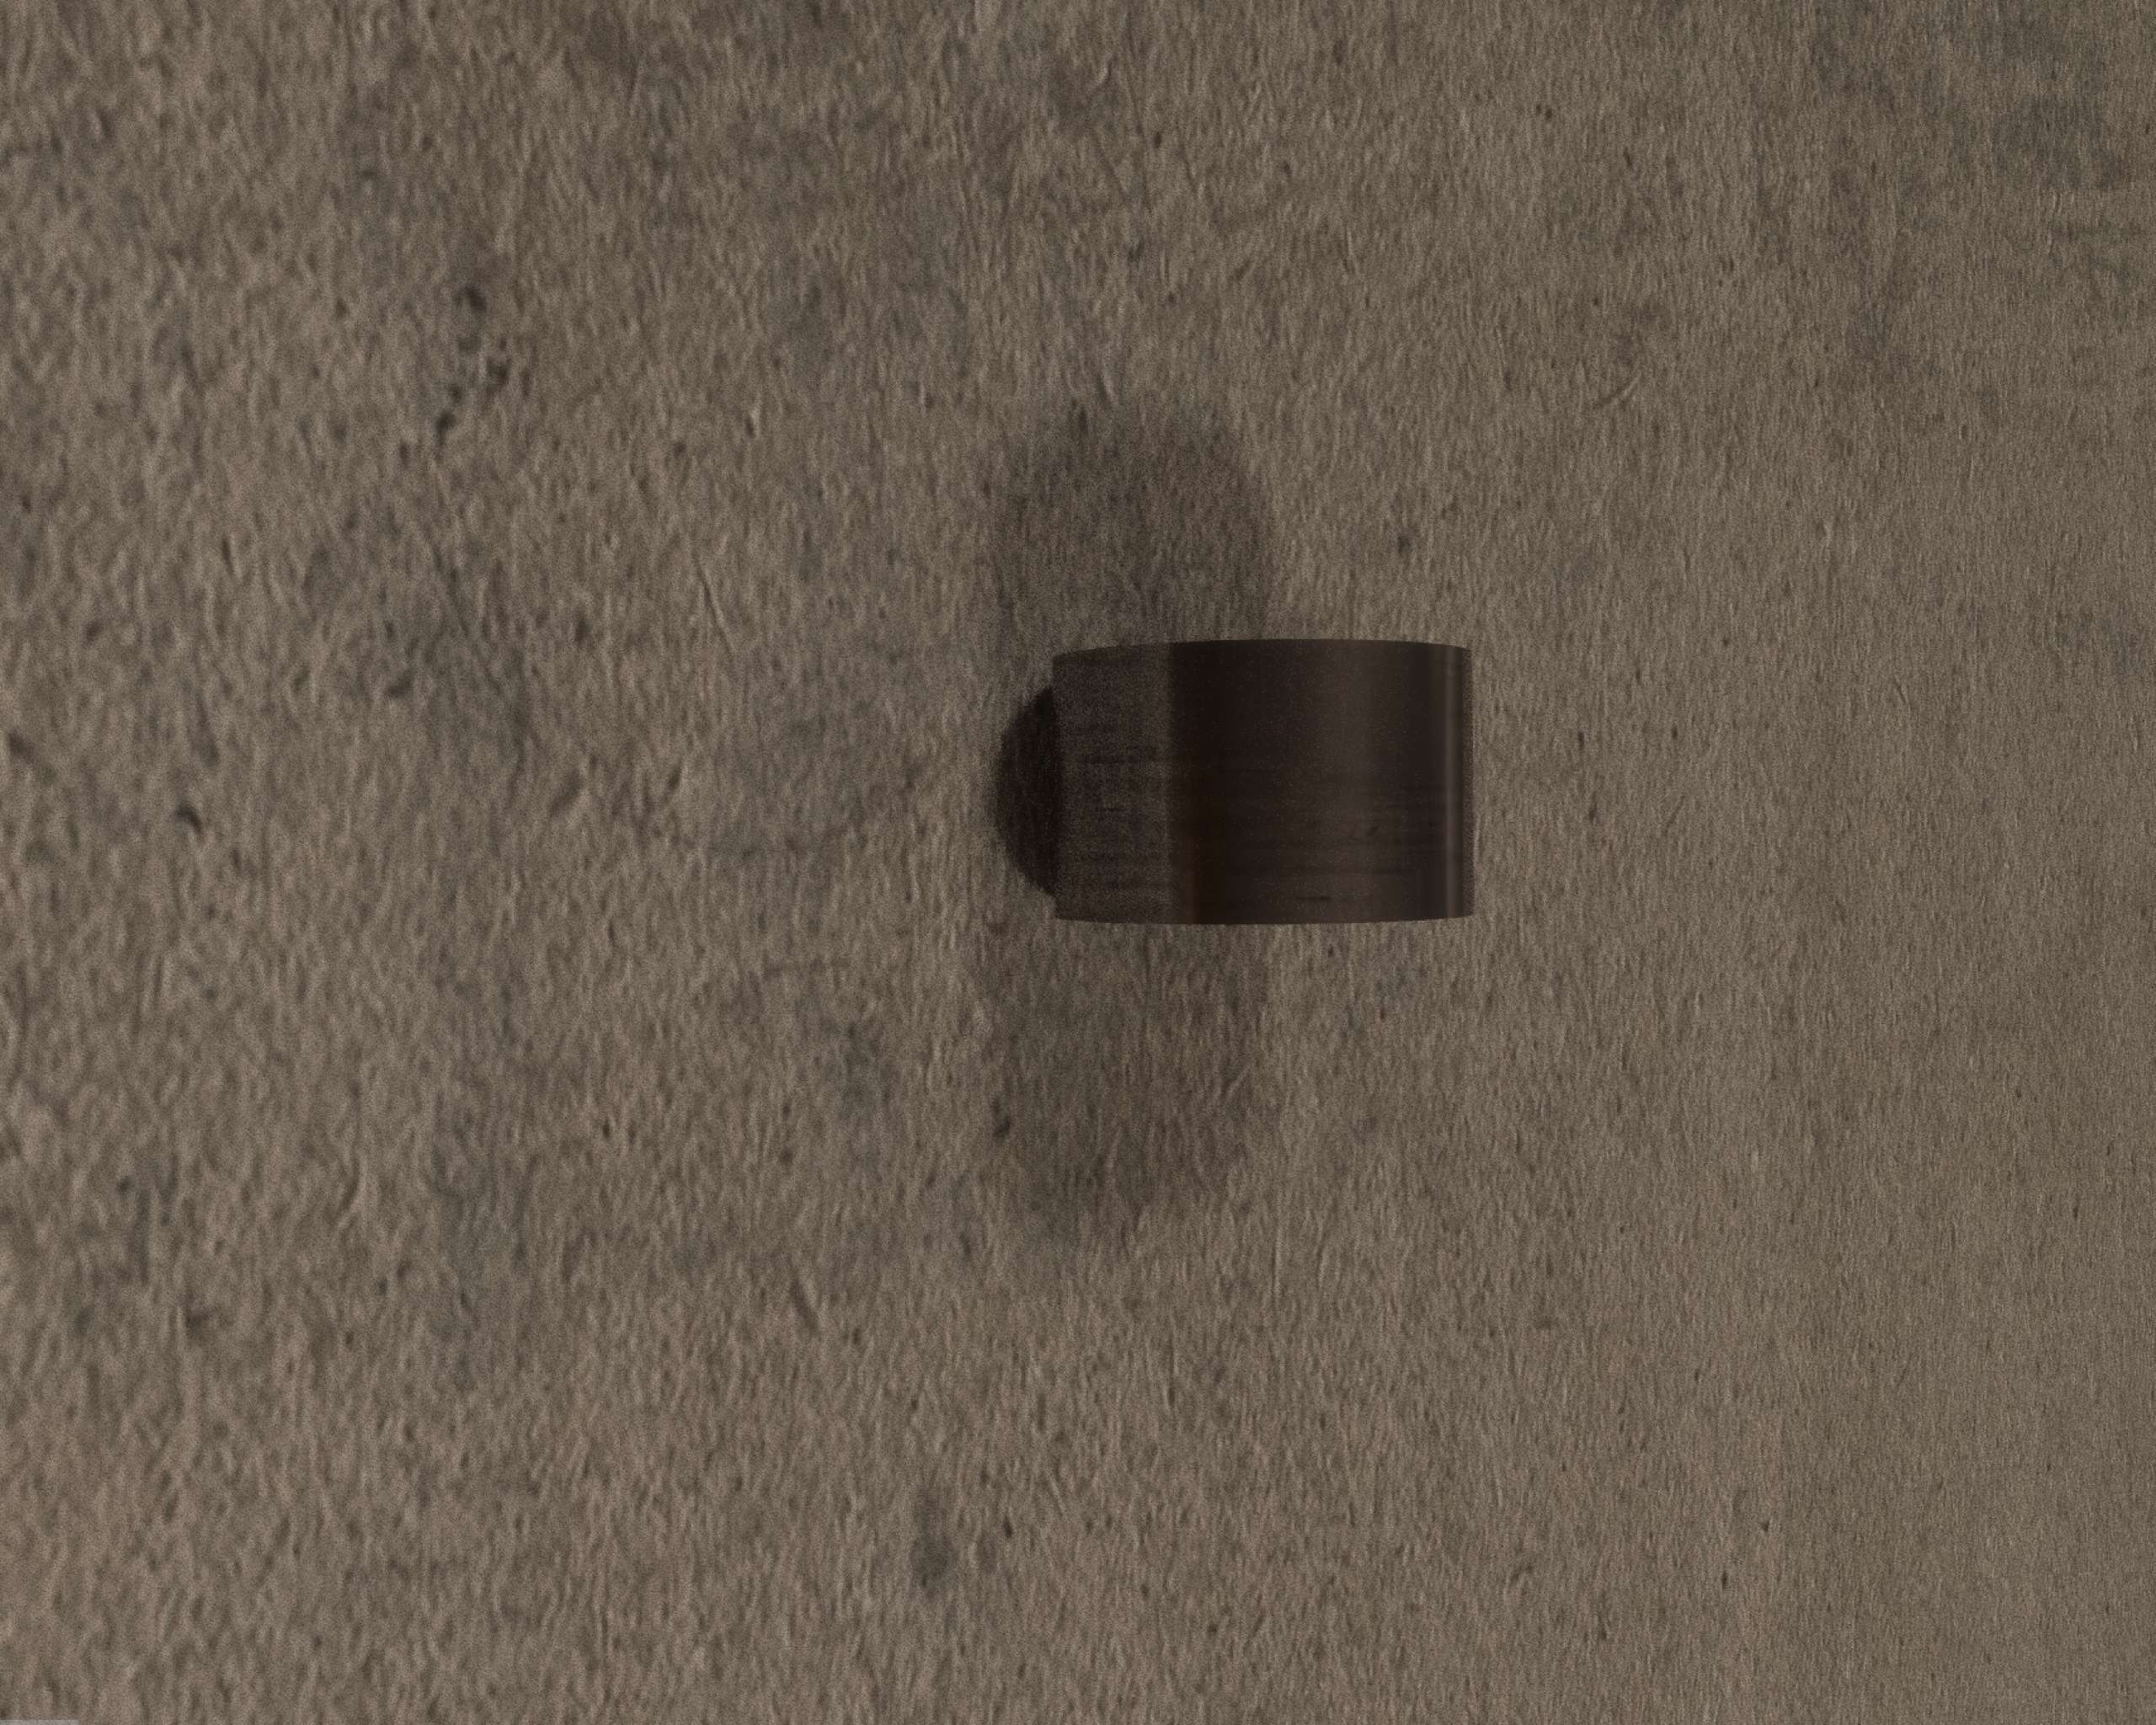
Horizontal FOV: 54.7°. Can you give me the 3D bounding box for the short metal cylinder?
[{"bbox_3d":[0.036,-0.015,0.403,0.081,0.080,0.050,-1,91,-40],"label":"short metal cylinder"}]
